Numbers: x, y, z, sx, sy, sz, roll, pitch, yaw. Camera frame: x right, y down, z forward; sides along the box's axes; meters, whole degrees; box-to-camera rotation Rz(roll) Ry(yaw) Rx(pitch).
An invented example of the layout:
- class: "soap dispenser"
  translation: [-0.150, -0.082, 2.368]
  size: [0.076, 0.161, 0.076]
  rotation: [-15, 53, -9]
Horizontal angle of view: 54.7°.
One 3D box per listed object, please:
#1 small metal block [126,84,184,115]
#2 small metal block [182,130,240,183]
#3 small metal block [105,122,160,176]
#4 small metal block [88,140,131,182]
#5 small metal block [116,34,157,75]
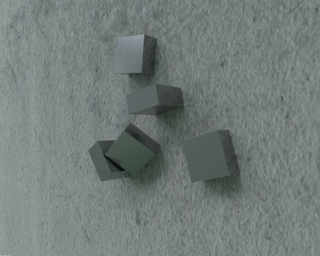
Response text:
- class: "small metal block"
  translation: [-0.006, -0.034, 0.392]
  size: [0.050, 0.050, 0.025]
  rotation: [-14, 81, 39]
- class: "small metal block"
  translation: [0.058, 0.033, 0.356]
  size: [0.050, 0.025, 0.050]
  rotation: [-20, 78, 38]
- class: "small metal block"
  translation: [-0.037, 0.029, 0.418]
  size: [0.050, 0.025, 0.050]
  rotation: [38, 119, -7]
- class: "small metal block"
  translation: [-0.067, 0.045, 0.441]
  size: [0.025, 0.050, 0.050]
  rotation: [-42, 65, 32]
- class: "small metal block"
  translation: [-0.034, -0.100, 0.431]
  size: [0.050, 0.025, 0.050]
  rotation: [7, 95, 39]
